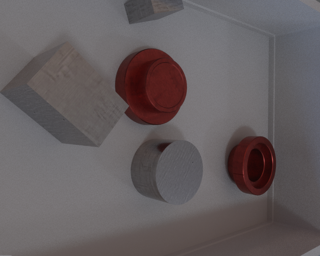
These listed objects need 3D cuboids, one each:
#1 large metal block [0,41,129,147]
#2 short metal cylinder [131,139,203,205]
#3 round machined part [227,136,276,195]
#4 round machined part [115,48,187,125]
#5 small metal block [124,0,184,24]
[{"bbox_3d":[-0.091,-0.028,0.295,0.080,0.080,0.050,47,62,-30],"label":"large metal block"},{"bbox_3d":[0.010,0.055,0.401,0.081,0.050,0.079,0,90,-40],"label":"short metal cylinder"},{"bbox_3d":[0.153,0.062,0.527,0.099,0.042,0.097,0,90,-40],"label":"round machined part"},{"bbox_3d":[-0.004,-0.052,0.394,0.099,0.042,0.097,0,90,-40],"label":"round machined part"},{"bbox_3d":[-0.008,-0.151,0.385,0.050,0.050,0.025,-25,106,-37],"label":"small metal block"}]
